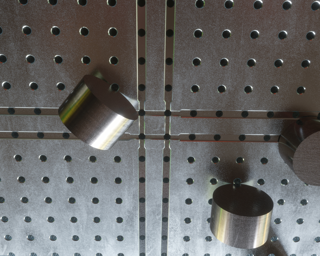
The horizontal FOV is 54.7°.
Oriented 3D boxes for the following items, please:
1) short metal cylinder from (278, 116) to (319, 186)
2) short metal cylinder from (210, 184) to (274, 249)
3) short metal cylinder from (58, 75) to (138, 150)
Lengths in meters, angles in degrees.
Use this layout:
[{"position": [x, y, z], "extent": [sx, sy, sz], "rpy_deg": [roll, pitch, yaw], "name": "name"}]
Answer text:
[{"position": [0.208, 0.030, 0.414], "extent": [0.081, 0.050, 0.079], "rpy_deg": [0, 110, -1], "name": "short metal cylinder"}, {"position": [0.112, 0.120, 0.430], "extent": [0.081, 0.080, 0.050], "rpy_deg": [1, 110, -1], "name": "short metal cylinder"}, {"position": [-0.074, -0.019, 0.376], "extent": [0.080, 0.080, 0.050], "rpy_deg": [39, 105, -13], "name": "short metal cylinder"}]
